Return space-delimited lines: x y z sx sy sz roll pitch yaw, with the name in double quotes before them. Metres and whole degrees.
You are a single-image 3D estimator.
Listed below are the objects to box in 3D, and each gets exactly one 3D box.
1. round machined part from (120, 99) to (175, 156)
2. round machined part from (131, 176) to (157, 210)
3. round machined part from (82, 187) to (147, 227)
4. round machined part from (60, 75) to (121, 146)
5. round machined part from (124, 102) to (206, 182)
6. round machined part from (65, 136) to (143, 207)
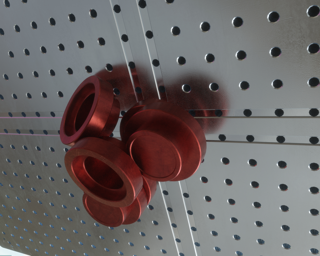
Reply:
"round machined part" -0.009 0.016 0.388 0.098 0.042 0.097 13 124 21
"round machined part" -0.058 0.085 0.457 0.098 0.042 0.097 13 124 21
"round machined part" -0.071 0.104 0.448 0.098 0.042 0.097 13 124 21
"round machined part" -0.090 -0.017 0.413 0.042 0.098 0.098 26 138 -35
"round machined part" 0.000 0.023 0.359 0.098 0.042 0.097 13 123 21
"round machined part" -0.064 0.049 0.382 0.098 0.042 0.097 17 134 19
